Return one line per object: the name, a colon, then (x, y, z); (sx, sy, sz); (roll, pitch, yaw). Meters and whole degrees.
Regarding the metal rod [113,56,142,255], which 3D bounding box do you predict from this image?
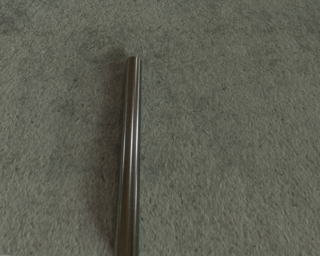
metal rod: (-0.037, 0.012, 0.392); (0.025, 0.025, 0.300); (-1, 50, -1)
